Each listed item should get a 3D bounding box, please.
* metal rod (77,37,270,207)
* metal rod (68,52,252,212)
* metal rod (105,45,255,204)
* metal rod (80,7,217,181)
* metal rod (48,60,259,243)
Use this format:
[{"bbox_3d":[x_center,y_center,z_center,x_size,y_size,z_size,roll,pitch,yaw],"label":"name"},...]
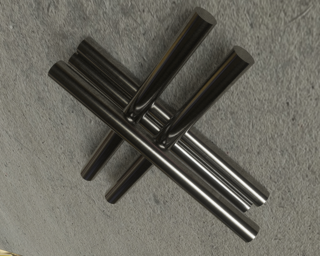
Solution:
[{"bbox_3d":[0.017,-0.007,0.393,0.300,0.025,0.025,41,129,-1],"label":"metal rod"},{"bbox_3d":[0.002,0.005,0.409,0.300,0.025,0.025,41,129,-1],"label":"metal rod"},{"bbox_3d":[0.003,0.019,0.385,0.025,0.025,0.298,41,129,0],"label":"metal rod"},{"bbox_3d":[-0.034,-0.017,0.381,0.025,0.025,0.298,41,129,0],"label":"metal rod"},{"bbox_3d":[-0.007,0.027,0.363,0.300,0.025,0.025,40,129,0],"label":"metal rod"}]
